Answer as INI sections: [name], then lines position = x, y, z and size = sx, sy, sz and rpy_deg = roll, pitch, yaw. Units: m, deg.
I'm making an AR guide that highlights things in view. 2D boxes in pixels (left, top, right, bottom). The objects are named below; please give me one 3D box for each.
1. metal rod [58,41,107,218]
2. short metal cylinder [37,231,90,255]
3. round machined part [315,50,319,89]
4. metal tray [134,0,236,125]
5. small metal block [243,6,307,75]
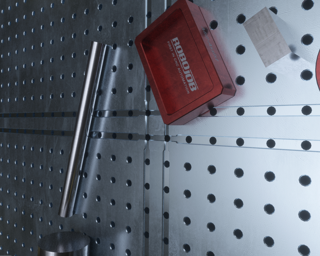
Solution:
[metal rod]
position = -0.131, 0.009, 0.513
size = 0.025, 0.025, 0.298
rpy_deg = 23, 104, 37
[short metal cylinder]
position = -0.155, 0.206, 0.498
size = 0.080, 0.081, 0.050
rpy_deg = 6, 94, 39
[round machined part]
position = 0.183, -0.049, 0.247
size = 0.098, 0.042, 0.097
rpy_deg = 0, 90, 39
[metal tray]
position = 0.026, -0.079, 0.382
size = 0.090, 0.030, 0.129
rpy_deg = -31, 71, 35
[small metal block]
position = 0.112, -0.083, 0.300
size = 0.025, 0.050, 0.050
rpy_deg = -33, 70, 35
